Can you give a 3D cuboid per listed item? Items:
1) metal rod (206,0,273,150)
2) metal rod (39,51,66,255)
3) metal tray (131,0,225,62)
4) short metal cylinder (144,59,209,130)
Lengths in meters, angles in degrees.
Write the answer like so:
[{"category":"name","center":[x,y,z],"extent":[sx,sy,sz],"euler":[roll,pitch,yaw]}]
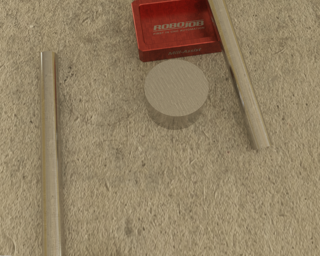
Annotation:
[{"category":"metal rod","center":[0.094,-0.117,0.421],"extent":[0.025,0.025,0.299],"euler":[-15,82,-6]},{"category":"metal rod","center":[-0.138,0.036,0.393],"extent":[0.025,0.025,0.299],"euler":[-8,70,-3]},{"category":"metal tray","center":[0.028,-0.152,0.461],"extent":[0.131,0.030,0.090],"euler":[-8,70,-4]},{"category":"short metal cylinder","center":[0.021,-0.043,0.411],"extent":[0.081,0.050,0.080],"euler":[0,70,0]}]
